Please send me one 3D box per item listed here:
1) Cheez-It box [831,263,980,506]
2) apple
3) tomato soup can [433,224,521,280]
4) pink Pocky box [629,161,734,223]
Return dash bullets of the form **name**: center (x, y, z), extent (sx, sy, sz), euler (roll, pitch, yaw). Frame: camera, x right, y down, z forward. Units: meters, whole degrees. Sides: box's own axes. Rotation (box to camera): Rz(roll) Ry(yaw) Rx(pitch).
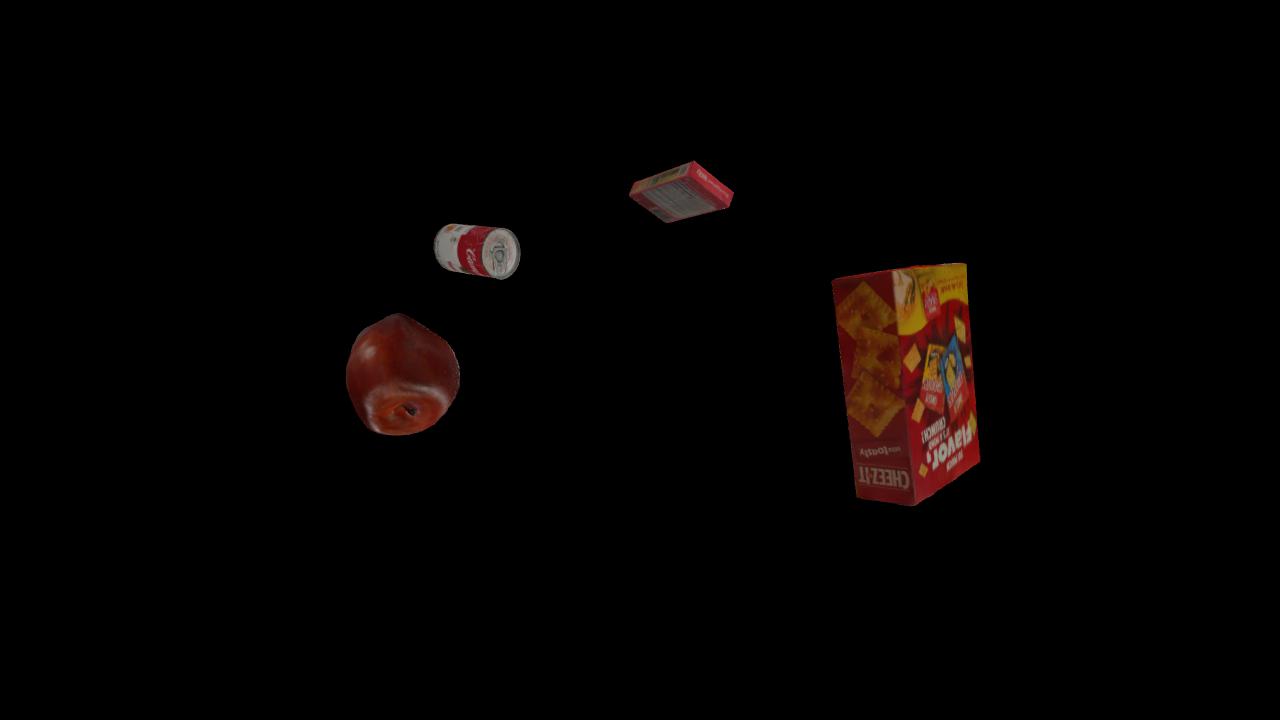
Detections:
- **Cheez-It box**: center (0.279, 0.017, 0.631), extent (0.166, 0.223, 0.071), euler (-12, 6, -40)
- **apple**: center (-0.175, 0.010, 0.455), extent (0.079, 0.079, 0.093), euler (0, 42, -30)
- **tomato soup can**: center (-0.221, -0.148, 0.829), extent (0.101, 0.068, 0.068), euler (13, 7, 33)
- **pink Pocky box**: center (0.059, -0.247, 0.918), extent (0.084, 0.029, 0.155), euler (28, -13, -31)
